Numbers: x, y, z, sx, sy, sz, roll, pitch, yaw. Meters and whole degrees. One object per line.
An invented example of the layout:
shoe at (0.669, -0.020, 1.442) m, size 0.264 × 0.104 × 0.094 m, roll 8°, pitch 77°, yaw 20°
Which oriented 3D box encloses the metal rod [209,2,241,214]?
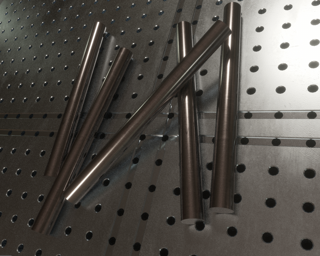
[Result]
metal rod at (0.086, -0.046, 0.390) m, size 0.025 × 0.025 × 0.299 m, roll -5°, pitch 59°, yaw 25°

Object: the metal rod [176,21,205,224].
metal rod at (0.036, -0.029, 0.405) m, size 0.025 × 0.025 × 0.299 m, roll -13°, pitch 56°, yaw 21°

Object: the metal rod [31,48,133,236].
metal rod at (-0.106, 0.006, 0.458) m, size 0.025 × 0.025 × 0.300 m, roll 8°, pitch 65°, yaw 31°

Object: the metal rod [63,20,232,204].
metal rod at (-0.018, -0.018, 0.404) m, size 0.300 × 0.025 × 0.025 m, roll -48°, pitch 51°, yaw 3°

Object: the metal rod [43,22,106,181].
metal rod at (-0.134, -0.059, 0.511) m, size 0.025 × 0.025 × 0.299 m, roll -5°, pitch 59°, yaw 25°
